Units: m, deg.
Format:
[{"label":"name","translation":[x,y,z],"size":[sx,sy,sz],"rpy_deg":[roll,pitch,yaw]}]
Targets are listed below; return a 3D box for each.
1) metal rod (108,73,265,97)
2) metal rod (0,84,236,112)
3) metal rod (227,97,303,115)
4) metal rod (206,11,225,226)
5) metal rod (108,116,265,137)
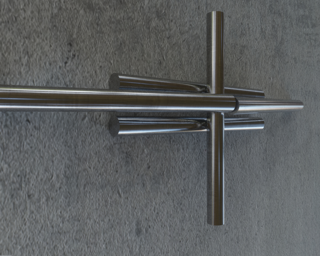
[{"label":"metal rod","translation":[0.062,-0.055,0.459],"size":[0.302,0.025,0.025],"rpy_deg":[-1,91,-40]},{"label":"metal rod","translation":[-0.035,-0.030,0.345],"size":[0.303,0.025,0.025],"rpy_deg":[-2,91,-31]},{"label":"metal rod","translation":[0.194,-0.039,0.540],"size":[0.302,0.025,0.025],"rpy_deg":[-5,94,-50]},{"label":"metal rod","translation":[0.079,-0.013,0.443],"size":[0.025,0.025,0.298],"rpy_deg":[0,90,-40]},{"label":"metal rod","translation":[0.062,-0.005,0.460],"size":[0.302,0.025,0.025],"rpy_deg":[-1,91,-40]}]
